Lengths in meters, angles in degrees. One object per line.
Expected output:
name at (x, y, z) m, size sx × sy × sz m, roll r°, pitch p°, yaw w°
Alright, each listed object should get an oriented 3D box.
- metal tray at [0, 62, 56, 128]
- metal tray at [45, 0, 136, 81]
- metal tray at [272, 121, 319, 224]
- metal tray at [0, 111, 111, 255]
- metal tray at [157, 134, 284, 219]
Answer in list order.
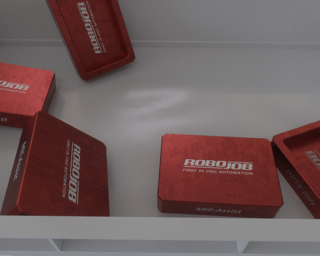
metal tray at (-0.220, -0.049, 0.424) m, size 0.131 × 0.030 × 0.090 m, roll 9°, pitch 49°, yaw -9°
metal tray at (-0.099, -0.146, 0.454) m, size 0.091 × 0.129 × 0.030 m, roll -27°, pitch 32°, yaw -16°
metal tray at (0.199, 0.053, 0.357) m, size 0.091 × 0.030 × 0.130 m, roll -17°, pitch 52°, yaw -14°
metal tray at (-0.097, 0.049, 0.309) m, size 0.030 × 0.090 × 0.130 m, roll -42°, pitch 36°, yaw 22°
metal tray at (0.065, 0.053, 0.358) m, size 0.131 × 0.030 × 0.090 m, roll 3°, pitch 50°, yaw 2°
